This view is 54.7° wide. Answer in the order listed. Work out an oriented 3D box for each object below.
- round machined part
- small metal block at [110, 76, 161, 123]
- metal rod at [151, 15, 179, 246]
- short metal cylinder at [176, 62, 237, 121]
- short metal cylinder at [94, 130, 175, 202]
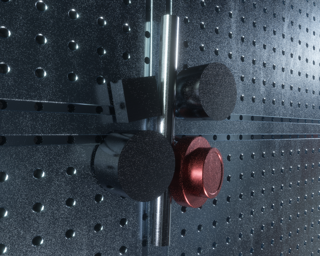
[{"bbox_3d":[0.055,0.060,0.424,0.099,0.042,0.097,1,89,-56],"label":"round machined part"},{"bbox_3d":[-0.029,-0.036,0.380,0.050,0.025,0.050,-15,99,-39],"label":"small metal block"},{"bbox_3d":[0.007,0.002,0.410,0.025,0.025,0.298,4,88,-40],"label":"metal rod"},{"bbox_3d":[0.064,-0.050,0.442,0.081,0.050,0.079,0,90,-40],"label":"short metal cylinder"},{"bbox_3d":[-0.029,0.042,0.363,0.081,0.050,0.079,0,90,-40],"label":"short metal cylinder"}]
